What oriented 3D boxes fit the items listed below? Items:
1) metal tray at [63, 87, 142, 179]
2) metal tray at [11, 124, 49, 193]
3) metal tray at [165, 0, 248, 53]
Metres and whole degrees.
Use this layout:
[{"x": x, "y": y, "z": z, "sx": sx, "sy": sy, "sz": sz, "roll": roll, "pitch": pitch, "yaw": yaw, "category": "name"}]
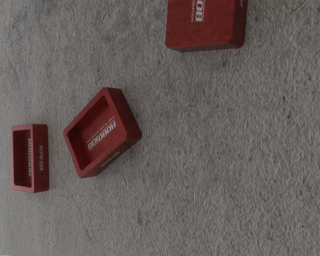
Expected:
[{"x": -0.094, "y": 0.009, "z": 0.478, "sx": 0.129, "sy": 0.030, "sz": 0.090, "roll": -40, "pitch": 66, "yaw": 33, "category": "metal tray"}, {"x": -0.260, "y": 0.059, "z": 0.616, "sx": 0.090, "sy": 0.030, "sz": 0.129, "roll": -3, "pitch": 88, "yaw": 40, "category": "metal tray"}, {"x": 0.054, "y": -0.157, "z": 0.357, "sx": 0.090, "sy": 0.030, "sz": 0.129, "roll": 7, "pitch": 94, "yaw": 39, "category": "metal tray"}]
